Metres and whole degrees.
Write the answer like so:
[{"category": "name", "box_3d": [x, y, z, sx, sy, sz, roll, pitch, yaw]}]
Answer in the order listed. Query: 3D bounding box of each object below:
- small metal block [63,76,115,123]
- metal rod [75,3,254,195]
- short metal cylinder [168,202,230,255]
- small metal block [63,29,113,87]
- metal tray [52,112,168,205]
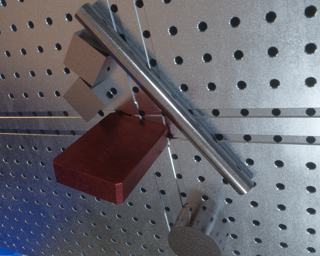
[{"category": "small metal block", "box_3d": [-0.100, -0.044, 0.435, 0.050, 0.025, 0.050, 48, 128, -6]}, {"category": "metal rod", "box_3d": [0.009, -0.032, 0.385, 0.300, 0.025, 0.025, 47, 129, -5]}, {"category": "short metal cylinder", "box_3d": [0.058, 0.159, 0.462, 0.080, 0.050, 0.079, 13, 124, 20]}, {"category": "small metal block", "box_3d": [-0.091, -0.091, 0.401, 0.050, 0.025, 0.050, 38, 129, 2]}, {"category": "metal tray", "box_3d": [-0.056, 0.030, 0.390, 0.090, 0.131, 0.030, 15, 124, 19]}]
